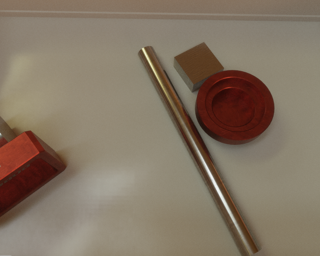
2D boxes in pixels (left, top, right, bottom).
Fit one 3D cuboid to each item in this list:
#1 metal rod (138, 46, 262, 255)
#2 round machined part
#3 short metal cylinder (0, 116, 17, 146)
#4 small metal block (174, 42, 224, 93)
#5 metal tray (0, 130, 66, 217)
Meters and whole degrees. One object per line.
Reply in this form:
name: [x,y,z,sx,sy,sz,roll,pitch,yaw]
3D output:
metal rod: [0.043,0.017,0.403,0.025,0.025,0.299,-24,72,-9]
round machined part: [0.095,-0.024,0.411,0.099,0.042,0.098,0,70,-1]
short metal cylinder: [-0.208,0.017,0.372,0.050,0.080,0.080,-37,75,-12]
small metal block: [0.054,-0.087,0.442,0.050,0.025,0.050,-29,73,-11]
metal tray: [-0.180,0.064,0.349,0.131,0.090,0.030,-37,75,-13]
